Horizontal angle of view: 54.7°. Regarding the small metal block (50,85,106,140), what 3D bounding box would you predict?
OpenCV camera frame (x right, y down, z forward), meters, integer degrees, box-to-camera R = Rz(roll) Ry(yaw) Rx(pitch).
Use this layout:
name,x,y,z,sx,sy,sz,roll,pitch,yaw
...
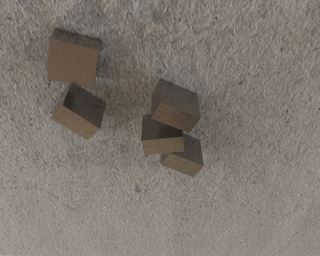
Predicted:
name,x,y,z,sx,sy,sz,roll,pitch,yaw
small metal block,-0.096,-0.021,0.372,0.050,0.050,0.025,35,122,-26

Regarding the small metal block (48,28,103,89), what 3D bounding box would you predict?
name,x,y,z,sx,sy,sz,roll,pitch,yaw
small metal block,-0.094,-0.076,0.342,0.050,0.025,0.050,11,129,-10

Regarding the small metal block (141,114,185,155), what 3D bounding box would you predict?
name,x,y,z,sx,sy,sz,roll,pitch,yaw
small metal block,0.004,0.006,0.396,0.050,0.050,0.025,-6,130,4

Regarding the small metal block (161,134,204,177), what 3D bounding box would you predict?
name,x,y,z,sx,sy,sz,roll,pitch,yaw
small metal block,0.029,0.032,0.419,0.050,0.050,0.025,23,126,-19

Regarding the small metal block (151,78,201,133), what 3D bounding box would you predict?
name,x,y,z,sx,sy,sz,roll,pitch,yaw
small metal block,0.018,-0.027,0.368,0.050,0.050,0.025,20,127,-17
